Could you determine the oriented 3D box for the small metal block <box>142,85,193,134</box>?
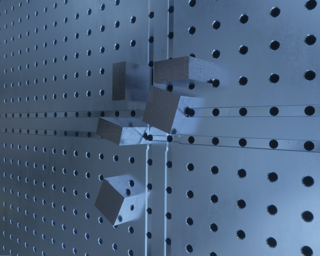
[{"bbox_3d":[0.009,-0.024,0.403,0.050,0.025,0.050,25,106,37],"label":"small metal block"}]

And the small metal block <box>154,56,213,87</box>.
[{"bbox_3d":[0.028,-0.066,0.371,0.050,0.050,0.025,0,90,40],"label":"small metal block"}]

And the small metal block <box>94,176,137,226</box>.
[{"bbox_3d":[-0.067,0.109,0.467,0.050,0.025,0.050,34,111,35],"label":"small metal block"}]

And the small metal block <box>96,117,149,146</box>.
[{"bbox_3d":[-0.053,0.004,0.438,0.050,0.050,0.025,21,104,38],"label":"small metal block"}]

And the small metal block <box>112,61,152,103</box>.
[{"bbox_3d":[-0.038,-0.061,0.426,0.025,0.050,0.050,2,91,40],"label":"small metal block"}]
